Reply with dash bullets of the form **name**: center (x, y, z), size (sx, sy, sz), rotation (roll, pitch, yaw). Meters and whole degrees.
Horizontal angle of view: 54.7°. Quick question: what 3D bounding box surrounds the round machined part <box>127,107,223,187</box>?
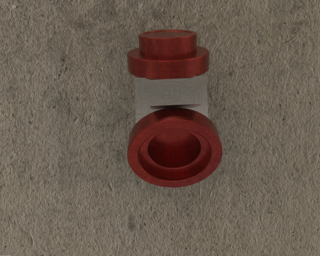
- **round machined part**: center (0.015, 0.017, 0.337), size (0.099, 0.042, 0.097), rotation (-1, 129, -1)

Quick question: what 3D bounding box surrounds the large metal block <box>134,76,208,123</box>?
- **large metal block**: center (0.012, -0.032, 0.383), size (0.081, 0.080, 0.050), rotation (-2, 90, -1)

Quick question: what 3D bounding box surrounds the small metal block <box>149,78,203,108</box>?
- **small metal block**: center (0.015, -0.034, 0.318), size (0.050, 0.050, 0.025), rotation (-3, 90, 0)

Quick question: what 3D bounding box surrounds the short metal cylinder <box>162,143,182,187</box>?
- **short metal cylinder**: center (0.013, 0.033, 0.400), size (0.081, 0.050, 0.079), rotation (0, 90, -1)

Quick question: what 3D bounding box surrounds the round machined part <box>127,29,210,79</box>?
- **round machined part**: center (0.010, -0.092, 0.371), size (0.099, 0.098, 0.042), rotation (-2, 115, -1)
